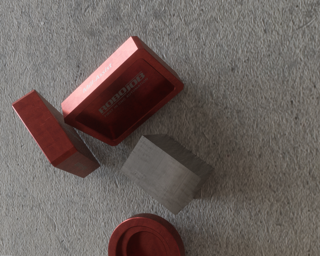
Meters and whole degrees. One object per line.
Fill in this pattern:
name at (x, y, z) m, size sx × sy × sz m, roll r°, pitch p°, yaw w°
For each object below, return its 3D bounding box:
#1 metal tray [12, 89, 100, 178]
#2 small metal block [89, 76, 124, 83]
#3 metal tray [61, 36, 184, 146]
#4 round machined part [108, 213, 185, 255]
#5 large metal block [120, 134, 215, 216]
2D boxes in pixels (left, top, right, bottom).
metal tray at (-0.126, 0.014, 0.397) m, size 0.030 × 0.130 × 0.090 m, roll -37°, pitch 78°, yaw -8°
small metal block at (-0.060, -0.065, 0.417) m, size 0.050 × 0.050 × 0.025 m, roll -35°, pitch 79°, yaw 16°
metal tray at (-0.046, -0.040, 0.389) m, size 0.130 × 0.090 × 0.030 m, roll -40°, pitch 47°, yaw 15°
round machined part at (-0.014, 0.160, 0.405) m, size 0.098 × 0.042 × 0.097 m, roll 0°, pitch 90°, yaw 20°
large metal block at (0.012, 0.051, 0.375) m, size 0.080 × 0.080 × 0.050 m, roll 36°, pitch 102°, yaw 16°
